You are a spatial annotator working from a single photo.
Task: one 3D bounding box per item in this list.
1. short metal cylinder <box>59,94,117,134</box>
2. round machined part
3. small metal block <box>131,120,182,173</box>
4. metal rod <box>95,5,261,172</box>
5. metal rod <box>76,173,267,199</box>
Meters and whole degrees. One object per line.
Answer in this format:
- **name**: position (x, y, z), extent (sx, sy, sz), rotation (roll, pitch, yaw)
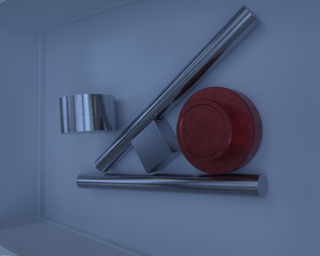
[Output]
- **short metal cylinder**: position (-0.104, -0.018, 0.453), extent (0.080, 0.081, 0.050), rotation (-6, 86, 39)
- **round machined part**: position (0.058, 0.003, 0.343), extent (0.098, 0.042, 0.097), rotation (0, 90, 39)
- **small metal block**: position (-0.004, 0.024, 0.406), extent (0.050, 0.025, 0.050), rotation (-43, 65, 31)
- **metal rod**: position (0.004, -0.031, 0.400), extent (0.299, 0.025, 0.025), rotation (-44, 64, 31)
- **metal rod**: position (-0.010, 0.073, 0.411), extent (0.300, 0.025, 0.025), rotation (-7, 86, 39)
